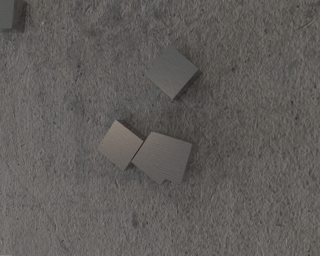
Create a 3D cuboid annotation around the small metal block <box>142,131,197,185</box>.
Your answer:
[{"bbox_3d":[0.012,0.035,0.378,0.050,0.025,0.050,17,96,18],"label":"small metal block"}]

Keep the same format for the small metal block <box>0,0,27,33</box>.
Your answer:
[{"bbox_3d":[-0.245,-0.181,0.495,0.050,0.025,0.050,8,93,19],"label":"small metal block"}]

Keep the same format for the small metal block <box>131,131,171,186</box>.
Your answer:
[{"bbox_3d":[-0.001,0.039,0.409,0.050,0.025,0.050,37,102,16],"label":"small metal block"}]

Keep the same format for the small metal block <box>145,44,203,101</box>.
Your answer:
[{"bbox_3d":[0.018,-0.071,0.402,0.050,0.025,0.050,44,104,14],"label":"small metal block"}]

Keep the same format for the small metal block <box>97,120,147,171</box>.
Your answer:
[{"bbox_3d":[-0.050,0.023,0.427,0.050,0.025,0.050,37,102,16],"label":"small metal block"}]
